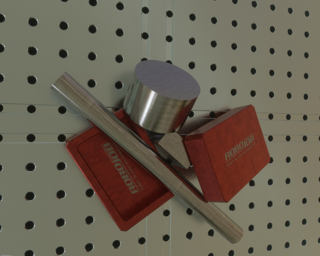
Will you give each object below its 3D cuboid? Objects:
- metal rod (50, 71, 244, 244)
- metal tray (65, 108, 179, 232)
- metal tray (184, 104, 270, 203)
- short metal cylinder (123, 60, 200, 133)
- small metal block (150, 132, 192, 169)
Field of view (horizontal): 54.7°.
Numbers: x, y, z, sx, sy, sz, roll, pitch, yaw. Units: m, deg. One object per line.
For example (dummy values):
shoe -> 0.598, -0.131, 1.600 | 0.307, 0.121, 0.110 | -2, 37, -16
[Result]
metal rod -> -0.004, 0.046, 0.375 | 0.300, 0.025, 0.025 | 43, 77, -16
metal tray -> -0.046, 0.050, 0.389 | 0.090, 0.030, 0.130 | -33, 101, -17
metal tray -> 0.096, 0.030, 0.414 | 0.131, 0.030, 0.090 | -27, 100, -43
short metal cylinder -> 0.002, -0.039, 0.374 | 0.081, 0.080, 0.050 | 9, 129, -20
small metal block -> 0.015, 0.025, 0.400 | 0.050, 0.050, 0.025 | 42, 77, -15
